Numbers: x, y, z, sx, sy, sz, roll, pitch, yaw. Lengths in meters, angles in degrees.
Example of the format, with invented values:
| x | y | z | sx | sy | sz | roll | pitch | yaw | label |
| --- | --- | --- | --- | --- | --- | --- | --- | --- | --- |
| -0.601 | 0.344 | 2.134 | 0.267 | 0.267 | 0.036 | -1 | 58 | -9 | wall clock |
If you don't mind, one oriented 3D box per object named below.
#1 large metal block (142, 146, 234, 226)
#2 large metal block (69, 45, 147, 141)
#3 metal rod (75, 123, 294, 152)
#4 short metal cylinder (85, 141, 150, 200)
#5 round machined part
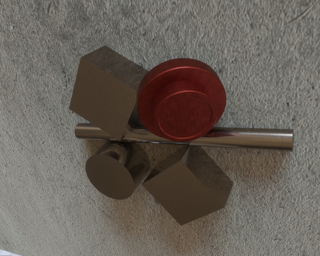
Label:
| x | y | z | sx | sy | sz | roll | pitch | yaw | label |
| --- | --- | --- | --- | --- | --- | --- | --- | --- | --- |
| 0.037 | 0.075 | 0.418 | 0.080 | 0.050 | 0.080 | 48 | 129 | -6 | large metal block |
| -0.060 | -0.044 | 0.392 | 0.080 | 0.050 | 0.079 | 32 | 128 | 7 | large metal block |
| 0.012 | 0.009 | 0.408 | 0.301 | 0.025 | 0.025 | 2 | 119 | 27 | metal rod |
| -0.062 | 0.059 | 0.459 | 0.080 | 0.050 | 0.079 | 13 | 124 | 20 | short metal cylinder |
| 0.024 | -0.023 | 0.339 | 0.099 | 0.042 | 0.097 | -4 | 129 | -5 | round machined part |
